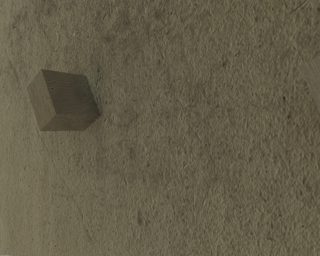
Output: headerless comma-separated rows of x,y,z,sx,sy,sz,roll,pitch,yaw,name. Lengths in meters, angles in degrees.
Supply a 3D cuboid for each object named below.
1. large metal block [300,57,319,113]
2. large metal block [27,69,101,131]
0.173,-0.029,0.246,0.080,0.050,0.080,-26,74,37,large metal block
-0.154,-0.042,0.496,0.050,0.081,0.080,-37,67,34,large metal block
